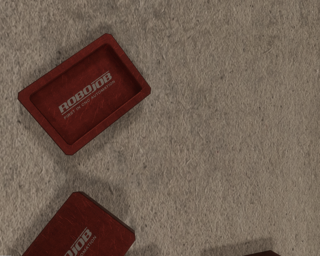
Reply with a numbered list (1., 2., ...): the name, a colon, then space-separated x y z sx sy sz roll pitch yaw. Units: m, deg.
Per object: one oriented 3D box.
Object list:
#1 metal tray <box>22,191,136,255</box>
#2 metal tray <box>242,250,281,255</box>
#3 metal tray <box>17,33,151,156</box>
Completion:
1. metal tray: -0.101 0.150 0.354 0.090 0.030 0.130 37 77 3
2. metal tray: 0.124 0.239 0.454 0.131 0.030 0.089 -2 91 -21
3. metal tray: -0.087 -0.041 0.374 0.130 0.030 0.090 -40 103 -16
